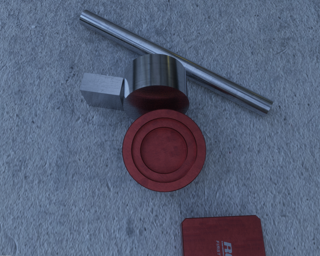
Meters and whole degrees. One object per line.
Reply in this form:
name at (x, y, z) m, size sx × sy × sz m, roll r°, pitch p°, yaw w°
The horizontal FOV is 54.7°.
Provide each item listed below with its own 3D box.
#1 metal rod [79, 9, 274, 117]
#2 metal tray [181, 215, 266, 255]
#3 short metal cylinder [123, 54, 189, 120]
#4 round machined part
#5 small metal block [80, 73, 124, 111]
metal rod at (0.017, -0.096, 0.443) m, size 0.301 × 0.025 × 0.025 m, roll 29°, pitch 73°, yaw 10°
metal tray at (0.072, 0.167, 0.345) m, size 0.091 × 0.030 × 0.130 m, roll -2°, pitch 70°, yaw -1°
short metal cylinder at (-0.005, -0.047, 0.391) m, size 0.081 × 0.080 × 0.050 m, roll -2°, pitch 57°, yaw -1°
round machined part at (0.005, 0.028, 0.382) m, size 0.099 × 0.042 × 0.097 m, roll 0°, pitch 82°, yaw -2°
small metal block at (-0.073, -0.047, 0.412) m, size 0.050 × 0.050 × 0.025 m, roll 8°, pitch 71°, yaw 3°
